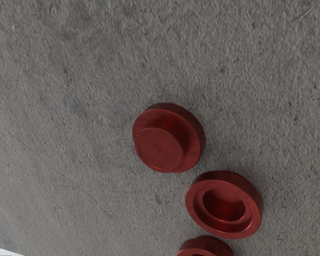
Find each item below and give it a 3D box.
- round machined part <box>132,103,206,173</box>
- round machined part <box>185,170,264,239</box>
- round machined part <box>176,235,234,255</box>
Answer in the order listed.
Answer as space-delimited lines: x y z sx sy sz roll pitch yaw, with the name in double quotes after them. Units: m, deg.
0.006 0.020 0.405 0.098 0.042 0.097 13 124 21 "round machined part"
0.087 0.095 0.409 0.098 0.042 0.097 13 124 21 "round machined part"
0.077 0.208 0.484 0.098 0.042 0.097 13 124 21 "round machined part"
